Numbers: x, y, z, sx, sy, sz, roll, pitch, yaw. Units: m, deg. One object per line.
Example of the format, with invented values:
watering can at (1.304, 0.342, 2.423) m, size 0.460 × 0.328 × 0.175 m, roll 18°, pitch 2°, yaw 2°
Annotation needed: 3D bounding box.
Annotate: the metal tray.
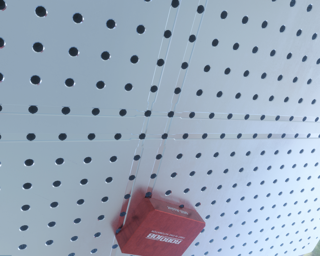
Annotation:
metal tray at (0.004, 0.171, 0.515) m, size 0.131 × 0.030 × 0.090 m, roll 27°, pitch 104°, yaw -37°
